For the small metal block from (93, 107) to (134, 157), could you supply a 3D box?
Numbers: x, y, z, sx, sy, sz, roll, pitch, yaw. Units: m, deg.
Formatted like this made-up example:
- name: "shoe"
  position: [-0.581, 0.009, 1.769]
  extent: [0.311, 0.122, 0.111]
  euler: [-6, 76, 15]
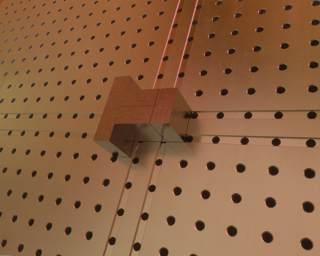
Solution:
- name: "small metal block"
  position: [-0.058, 0.006, 0.416]
  extent: [0.025, 0.050, 0.050]
  euler: [0, 62, 28]

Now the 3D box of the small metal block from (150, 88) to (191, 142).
- name: "small metal block"
  position: [0.015, -0.016, 0.392]
  extent: [0.025, 0.050, 0.050]
  euler: [0, 62, 28]

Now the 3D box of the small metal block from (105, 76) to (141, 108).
- name: "small metal block"
  position: [-0.047, -0.038, 0.438]
  extent: [0.025, 0.050, 0.050]
  euler: [0, 62, 28]

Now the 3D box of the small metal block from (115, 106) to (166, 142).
- name: "small metal block"
  position: [-0.022, -0.005, 0.404]
  extent: [0.050, 0.050, 0.025]
  euler: [0, 62, 28]

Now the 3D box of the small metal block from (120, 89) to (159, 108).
- name: "small metal block"
  position: [-0.016, -0.027, 0.415]
  extent: [0.050, 0.050, 0.025]
  euler: [0, 62, 28]
